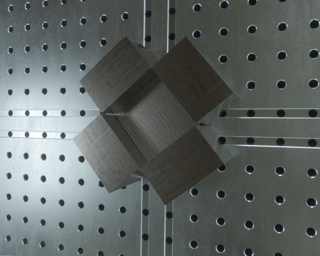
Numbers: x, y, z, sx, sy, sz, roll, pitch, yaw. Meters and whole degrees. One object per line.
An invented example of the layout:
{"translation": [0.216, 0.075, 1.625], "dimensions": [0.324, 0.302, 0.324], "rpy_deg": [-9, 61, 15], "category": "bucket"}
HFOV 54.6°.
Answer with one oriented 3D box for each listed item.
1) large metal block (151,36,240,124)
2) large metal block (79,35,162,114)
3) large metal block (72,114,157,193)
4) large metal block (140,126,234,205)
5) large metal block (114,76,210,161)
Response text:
{"translation": [0.046, -0.052, 0.368], "dimensions": [0.050, 0.080, 0.080], "rpy_deg": [-40, 78, 15], "category": "large metal block"}
{"translation": [-0.040, -0.062, 0.398], "dimensions": [0.080, 0.080, 0.050], "rpy_deg": [-40, 77, 16], "category": "large metal block"}
{"translation": [-0.051, 0.029, 0.402], "dimensions": [0.050, 0.080, 0.080], "rpy_deg": [-40, 78, 16], "category": "large metal block"}
{"translation": [0.036, 0.041, 0.372], "dimensions": [0.080, 0.080, 0.050], "rpy_deg": [-39, 78, 16], "category": "large metal block"}
{"translation": [0.003, -0.011, 0.397], "dimensions": [0.080, 0.050, 0.080], "rpy_deg": [-40, 76, 17], "category": "large metal block"}
